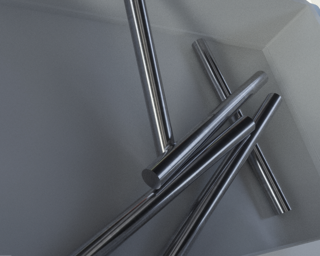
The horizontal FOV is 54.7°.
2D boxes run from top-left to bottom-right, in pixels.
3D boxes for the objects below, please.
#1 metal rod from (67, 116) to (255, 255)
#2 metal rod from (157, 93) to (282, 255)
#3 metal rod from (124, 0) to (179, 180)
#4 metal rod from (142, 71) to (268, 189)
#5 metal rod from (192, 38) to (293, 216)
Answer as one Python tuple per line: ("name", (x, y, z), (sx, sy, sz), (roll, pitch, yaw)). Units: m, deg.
("metal rod", (0.010, 0.067, 0.343), (0.302, 0.025, 0.025), (-34, 81, -30))
("metal rod", (0.093, 0.049, 0.403), (0.025, 0.025, 0.301), (42, 58, 0))
("metal rod", (-0.016, -0.083, 0.371), (0.025, 0.025, 0.298), (-14, 93, -34))
("metal rod", (0.080, -0.016, 0.419), (0.025, 0.025, 0.302), (48, 48, 5))
("metal rod", (0.118, -0.014, 0.477), (0.025, 0.025, 0.299), (-9, 66, -32))
